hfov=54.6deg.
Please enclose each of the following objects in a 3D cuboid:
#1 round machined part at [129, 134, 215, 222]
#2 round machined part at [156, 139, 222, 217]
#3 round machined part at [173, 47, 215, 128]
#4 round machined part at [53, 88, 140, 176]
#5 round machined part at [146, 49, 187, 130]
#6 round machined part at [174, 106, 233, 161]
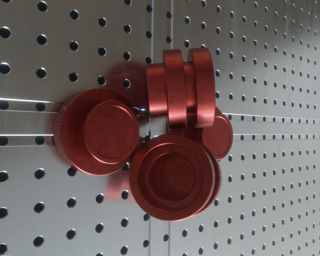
[{"bbox_3d":[0.017,0.058,0.369,0.042,0.098,0.098,25,71,-71],"label":"round machined part"},{"bbox_3d":[0.030,0.063,0.398,0.042,0.098,0.098,27,70,-70],"label":"round machined part"},{"bbox_3d":[0.038,-0.048,0.384,0.042,0.098,0.097,-4,94,0],"label":"round machined part"},{"bbox_3d":[-0.062,0.004,0.344,0.099,0.042,0.097,0,90,-40],"label":"round machined part"},{"bbox_3d":[0.006,-0.046,0.381,0.042,0.098,0.097,-4,94,0],"label":"round machined part"},{"bbox_3d":[0.070,0.012,0.456,0.099,0.042,0.097,0,90,-40],"label":"round machined part"}]
